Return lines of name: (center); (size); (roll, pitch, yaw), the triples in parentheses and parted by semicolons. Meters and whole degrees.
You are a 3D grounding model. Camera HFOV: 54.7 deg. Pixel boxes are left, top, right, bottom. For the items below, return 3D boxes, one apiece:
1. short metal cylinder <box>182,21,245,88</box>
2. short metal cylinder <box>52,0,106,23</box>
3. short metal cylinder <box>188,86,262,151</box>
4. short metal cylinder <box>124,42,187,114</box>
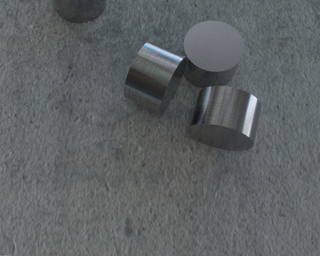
short metal cylinder: (0.072, -0.101, 0.433); (0.081, 0.050, 0.080); (0, 70, 0)
short metal cylinder: (-0.126, -0.208, 0.469); (0.081, 0.050, 0.080); (0, 70, 0)
short metal cylinder: (0.080, -0.010, 0.384); (0.080, 0.080, 0.050); (16, 71, 5)
short metal cylinder: (-0.005, -0.065, 0.403); (0.050, 0.080, 0.080); (25, 72, 8)
